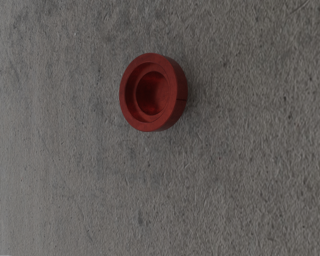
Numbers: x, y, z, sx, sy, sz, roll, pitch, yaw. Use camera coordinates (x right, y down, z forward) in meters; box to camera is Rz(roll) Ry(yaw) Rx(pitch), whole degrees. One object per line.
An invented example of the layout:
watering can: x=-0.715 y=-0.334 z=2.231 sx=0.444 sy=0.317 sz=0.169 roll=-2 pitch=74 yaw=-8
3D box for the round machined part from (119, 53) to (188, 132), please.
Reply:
round machined part: x=-0.004 y=-0.044 z=0.398 sx=0.098 sy=0.042 sz=0.097 roll=0 pitch=90 yaw=40
